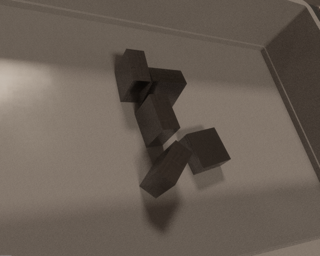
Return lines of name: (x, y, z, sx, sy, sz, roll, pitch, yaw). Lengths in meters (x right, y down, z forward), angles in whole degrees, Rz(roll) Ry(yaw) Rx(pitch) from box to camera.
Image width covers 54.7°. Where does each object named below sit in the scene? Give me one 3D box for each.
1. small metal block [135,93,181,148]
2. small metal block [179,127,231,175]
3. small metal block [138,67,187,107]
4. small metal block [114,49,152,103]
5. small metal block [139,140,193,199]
small metal block: (-0.005, -0.009, 0.394, 0.025, 0.050, 0.050, -7, 66, -32)
small metal block: (0.060, 0.031, 0.421, 0.050, 0.025, 0.050, -12, 68, -34)
small metal block: (0.001, -0.054, 0.422, 0.050, 0.050, 0.025, 0, 52, -29)
small metal block: (-0.037, -0.068, 0.413, 0.025, 0.050, 0.050, 0, 62, -28)
small metal block: (0.007, 0.049, 0.365, 0.025, 0.050, 0.050, 38, 51, -4)
